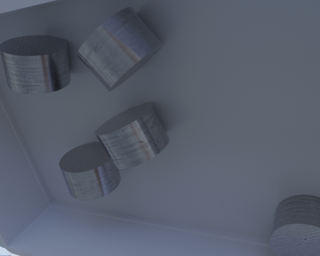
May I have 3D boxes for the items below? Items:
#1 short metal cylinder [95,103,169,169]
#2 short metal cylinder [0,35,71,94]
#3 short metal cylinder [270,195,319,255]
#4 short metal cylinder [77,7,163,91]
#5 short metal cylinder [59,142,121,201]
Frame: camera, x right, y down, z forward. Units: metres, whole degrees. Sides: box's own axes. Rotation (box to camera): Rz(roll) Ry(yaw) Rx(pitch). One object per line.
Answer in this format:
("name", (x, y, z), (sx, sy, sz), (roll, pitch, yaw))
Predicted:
("short metal cylinder", (-0.035, 0.009, 0.397), (0.080, 0.080, 0.050), (-15, 111, 34))
("short metal cylinder", (-0.161, -0.085, 0.406), (0.080, 0.080, 0.050), (17, 125, 18))
("short metal cylinder", (0.180, 0.129, 0.377), (0.080, 0.050, 0.079), (13, 124, 21))
("short metal cylinder", (-0.043, -0.086, 0.343), (0.050, 0.080, 0.080), (49, 129, -6))
("short metal cylinder", (-0.104, 0.063, 0.467), (0.080, 0.080, 0.050), (5, 121, 26))
